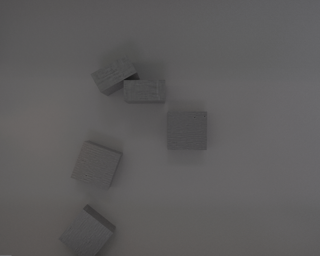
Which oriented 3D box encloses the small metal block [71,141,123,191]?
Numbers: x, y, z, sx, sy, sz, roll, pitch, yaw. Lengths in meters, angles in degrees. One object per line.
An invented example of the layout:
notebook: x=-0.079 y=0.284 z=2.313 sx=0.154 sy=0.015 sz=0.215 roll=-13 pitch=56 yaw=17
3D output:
small metal block: x=-0.083 y=0.049 z=0.411 sx=0.050 sy=0.025 sz=0.050 roll=20 pitch=90 yaw=0

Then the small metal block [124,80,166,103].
small metal block: x=-0.019 y=-0.046 z=0.399 sx=0.050 sy=0.050 sz=0.025 roll=-1 pitch=90 yaw=0

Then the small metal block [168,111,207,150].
small metal block: x=0.035 y=0.003 z=0.411 sx=0.050 sy=0.025 sz=0.050 roll=1 pitch=90 yaw=0

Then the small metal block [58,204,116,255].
small metal block: x=-0.095 y=0.139 z=0.411 sx=0.050 sy=0.025 sz=0.050 roll=39 pitch=90 yaw=0

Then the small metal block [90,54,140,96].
small metal block: x=-0.056 y=-0.066 z=0.398 sx=0.050 sy=0.050 sz=0.025 roll=-29 pitch=90 yaw=0
